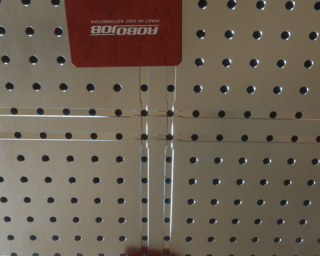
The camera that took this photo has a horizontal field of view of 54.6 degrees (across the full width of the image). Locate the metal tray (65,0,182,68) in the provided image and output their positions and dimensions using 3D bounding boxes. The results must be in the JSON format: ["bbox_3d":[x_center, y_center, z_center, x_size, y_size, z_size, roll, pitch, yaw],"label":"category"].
[{"bbox_3d":[-0.040,-0.120,0.366,0.131,0.030,0.089,-1,110,0],"label":"metal tray"}]
